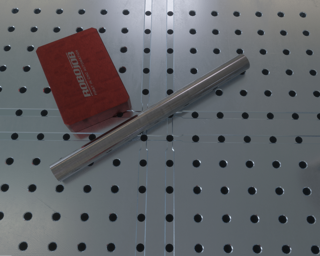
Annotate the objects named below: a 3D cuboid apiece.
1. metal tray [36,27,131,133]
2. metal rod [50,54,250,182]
[{"bbox_3d":[-0.107,-0.070,0.434,0.091,0.030,0.130,-24,72,-9],"label":"metal tray"},{"bbox_3d":[-0.005,-0.019,0.418,0.301,0.025,0.025,-31,73,-11],"label":"metal rod"}]
